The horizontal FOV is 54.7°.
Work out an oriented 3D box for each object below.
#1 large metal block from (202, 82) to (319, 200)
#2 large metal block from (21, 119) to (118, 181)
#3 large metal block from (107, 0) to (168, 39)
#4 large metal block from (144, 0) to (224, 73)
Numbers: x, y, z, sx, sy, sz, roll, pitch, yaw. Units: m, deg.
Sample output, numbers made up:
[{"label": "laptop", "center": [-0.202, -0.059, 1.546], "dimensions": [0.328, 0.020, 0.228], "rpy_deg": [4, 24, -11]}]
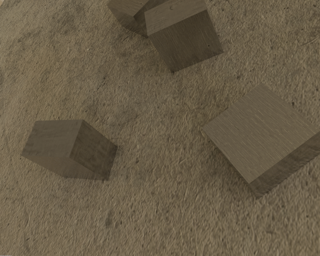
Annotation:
[{"label": "large metal block", "center": [0.105, 0.013, 0.325], "dimensions": [0.080, 0.050, 0.080], "rpy_deg": [-38, 51, 3]}, {"label": "large metal block", "center": [-0.117, 0.031, 0.411], "dimensions": [0.080, 0.080, 0.050], "rpy_deg": [-1, 62, 28]}, {"label": "large metal block", "center": [-0.030, -0.211, 0.533], "dimensions": [0.080, 0.050, 0.080], "rpy_deg": [-48, 51, -6]}, {"label": "large metal block", "center": [0.034, -0.133, 0.432], "dimensions": [0.080, 0.080, 0.050], "rpy_deg": [-20, 54, 17]}]
